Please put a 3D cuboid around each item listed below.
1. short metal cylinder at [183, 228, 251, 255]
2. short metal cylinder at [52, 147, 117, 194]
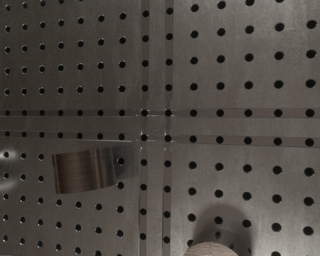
[{"bbox_3d":[0.069,0.169,0.375,0.080,0.050,0.079,0,90,19],"label":"short metal cylinder"},{"bbox_3d":[-0.101,0.055,0.418,0.080,0.080,0.050,-8,87,19],"label":"short metal cylinder"}]
